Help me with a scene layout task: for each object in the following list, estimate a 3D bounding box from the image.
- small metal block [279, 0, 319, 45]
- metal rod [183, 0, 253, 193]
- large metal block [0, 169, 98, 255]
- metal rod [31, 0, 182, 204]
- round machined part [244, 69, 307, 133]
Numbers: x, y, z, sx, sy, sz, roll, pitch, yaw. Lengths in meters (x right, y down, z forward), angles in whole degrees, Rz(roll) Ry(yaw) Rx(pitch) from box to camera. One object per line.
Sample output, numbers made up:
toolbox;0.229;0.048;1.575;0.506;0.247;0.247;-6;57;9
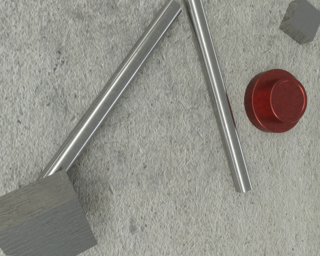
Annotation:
small metal block;0.226;-0.170;0.494;0.050;0.025;0.050;29;81;-18
metal rod;0.082;-0.052;0.440;0.025;0.025;0.298;-19;97;-19
large metal block;-0.123;0.103;0.334;0.081;0.050;0.079;-24;128;-19
metal rod;-0.062;-0.041;0.386;0.025;0.025;0.300;37;78;-17
round machined part;0.181;-0.041;0.469;0.099;0.042;0.097;0;90;-21
